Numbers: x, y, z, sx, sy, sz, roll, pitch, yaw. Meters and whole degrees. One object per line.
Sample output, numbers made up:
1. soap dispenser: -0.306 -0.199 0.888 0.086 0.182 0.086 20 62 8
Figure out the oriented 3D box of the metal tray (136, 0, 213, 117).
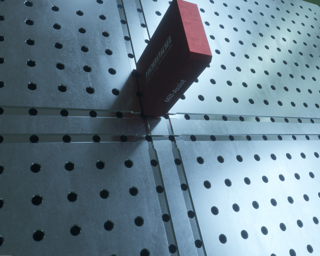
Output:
1. metal tray: 0.011 -0.084 0.397 0.030 0.129 0.090 4 60 -26
